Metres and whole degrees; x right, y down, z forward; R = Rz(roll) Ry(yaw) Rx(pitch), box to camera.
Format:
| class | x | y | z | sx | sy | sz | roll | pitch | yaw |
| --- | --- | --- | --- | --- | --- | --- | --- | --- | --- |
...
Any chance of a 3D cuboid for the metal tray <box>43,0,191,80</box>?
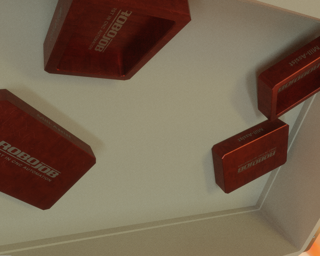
| class | x | y | z | sx | sy | sz | roll | pitch | yaw |
| --- | --- | --- | --- | --- | --- | --- | --- | --- | --- |
| metal tray | -0.045 | -0.084 | 0.274 | 0.091 | 0.130 | 0.030 | 1 | 75 | -30 |

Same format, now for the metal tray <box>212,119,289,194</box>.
| class | x | y | z | sx | sy | sz | roll | pitch | yaw |
| --- | --- | --- | --- | --- | --- | --- | --- | --- | --- |
| metal tray | 0.153 | 0.046 | 0.520 | 0.131 | 0.030 | 0.089 | -24 | 127 | -14 |

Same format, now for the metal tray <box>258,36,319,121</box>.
| class | x | y | z | sx | sy | sz | roll | pitch | yaw |
| --- | --- | --- | --- | --- | --- | --- | --- | --- | --- |
| metal tray | 0.207 | -0.075 | 0.455 | 0.130 | 0.030 | 0.090 | -32 | 146 | -4 |

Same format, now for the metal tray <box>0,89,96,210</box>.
| class | x | y | z | sx | sy | sz | roll | pitch | yaw |
| --- | --- | --- | --- | --- | --- | --- | --- | --- | --- |
| metal tray | -0.148 | 0.030 | 0.343 | 0.090 | 0.030 | 0.130 | -45 | 130 | 3 |
